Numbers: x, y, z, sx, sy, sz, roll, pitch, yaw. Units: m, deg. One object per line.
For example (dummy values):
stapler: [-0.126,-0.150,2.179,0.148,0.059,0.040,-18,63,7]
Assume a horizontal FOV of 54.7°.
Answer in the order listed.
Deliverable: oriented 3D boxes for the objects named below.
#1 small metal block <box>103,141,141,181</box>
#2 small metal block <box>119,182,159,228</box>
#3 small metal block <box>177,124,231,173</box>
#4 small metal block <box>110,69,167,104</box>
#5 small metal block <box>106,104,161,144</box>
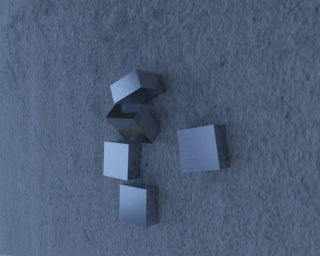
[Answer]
small metal block: [-0.055,0.046,0.448,0.050,0.025,0.050,3,92,39]
small metal block: [-0.029,0.104,0.427,0.050,0.025,0.050,2,91,39]
small metal block: [0.051,0.024,0.362,0.050,0.025,0.050,-11,83,39]
small metal block: [-0.028,-0.052,0.410,0.050,0.050,0.025,-25,74,37]
small metal block: [-0.035,-0.006,0.413,0.050,0.050,0.025,4,52,39]
